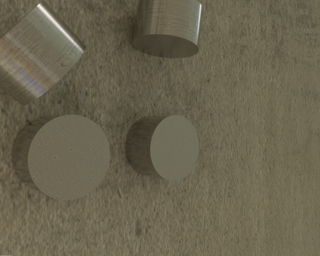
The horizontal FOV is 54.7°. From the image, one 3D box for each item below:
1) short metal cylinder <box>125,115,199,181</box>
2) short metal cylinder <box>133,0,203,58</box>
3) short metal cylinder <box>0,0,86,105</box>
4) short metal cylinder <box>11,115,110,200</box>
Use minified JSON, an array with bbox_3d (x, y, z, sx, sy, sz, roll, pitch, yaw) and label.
[{"bbox_3d":[0.004,0.024,0.394,0.081,0.050,0.079,0,90,-40],"label":"short metal cylinder"},{"bbox_3d":[0.010,-0.123,0.379,0.081,0.080,0.050,11,83,-40],"label":"short metal cylinder"},{"bbox_3d":[-0.114,-0.066,0.274,0.050,0.080,0.080,48,61,-30],"label":"short metal cylinder"},{"bbox_3d":[-0.098,0.027,0.308,0.081,0.050,0.079,0,90,-40],"label":"short metal cylinder"}]
